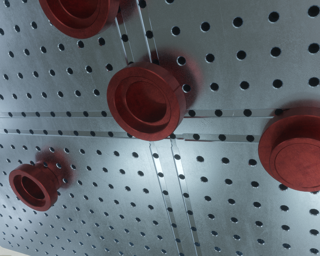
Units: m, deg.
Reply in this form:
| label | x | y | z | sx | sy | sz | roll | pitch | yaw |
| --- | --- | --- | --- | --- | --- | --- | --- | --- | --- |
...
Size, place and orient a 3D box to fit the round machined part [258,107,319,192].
| label | x | y | z | sx | sy | sz | roll | pitch | yaw |
| --- | --- | --- | --- | --- | --- | --- | --- | --- | --- |
| round machined part | 0.157 | 0.030 | 0.336 | 0.098 | 0.042 | 0.097 | 13 | 124 | 21 |

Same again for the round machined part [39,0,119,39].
| label | x | y | z | sx | sy | sz | roll | pitch | yaw |
| --- | --- | --- | --- | --- | --- | --- | --- | --- | --- |
| round machined part | -0.088 | -0.155 | 0.351 | 0.098 | 0.042 | 0.097 | 13 | 124 | 21 |

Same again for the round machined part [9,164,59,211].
| label | x | y | z | sx | sy | sz | roll | pitch | yaw |
| --- | --- | --- | --- | --- | --- | --- | --- | --- | --- |
| round machined part | -0.234 | 0.108 | 0.592 | 0.098 | 0.042 | 0.097 | 13 | 124 | 21 |

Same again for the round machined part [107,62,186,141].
| label | x | y | z | sx | sy | sz | roll | pitch | yaw |
| --- | --- | --- | --- | --- | --- | --- | --- | --- | --- |
| round machined part | -0.013 | -0.036 | 0.386 | 0.098 | 0.042 | 0.097 | 13 | 124 | 21 |
